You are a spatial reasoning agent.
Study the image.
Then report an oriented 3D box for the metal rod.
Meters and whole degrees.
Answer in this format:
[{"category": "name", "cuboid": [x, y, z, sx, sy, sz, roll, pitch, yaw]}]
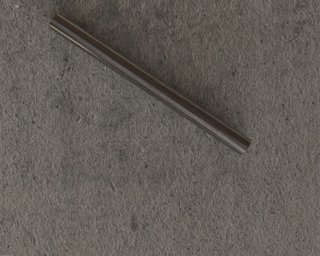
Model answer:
[{"category": "metal rod", "cuboid": [-0.012, -0.058, 0.409, 0.301, 0.025, 0.025, 33, 90, 0]}]
